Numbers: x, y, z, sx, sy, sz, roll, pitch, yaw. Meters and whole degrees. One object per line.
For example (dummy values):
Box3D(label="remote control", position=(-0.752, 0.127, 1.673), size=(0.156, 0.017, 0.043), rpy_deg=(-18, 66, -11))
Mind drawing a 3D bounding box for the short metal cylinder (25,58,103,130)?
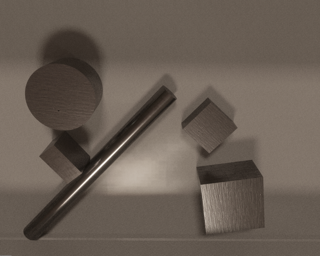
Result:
Box3D(label="short metal cylinder", position=(-0.115, -0.043, 0.381), size=(0.081, 0.050, 0.079), rpy_deg=(0, 110, -1))

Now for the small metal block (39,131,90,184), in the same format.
Box3D(label="small metal block", position=(-0.124, 0.037, 0.410), size=(0.025, 0.050, 0.050), rpy_deg=(-37, 107, 12))

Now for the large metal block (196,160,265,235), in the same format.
Box3D(label="large metal block", position=(0.098, 0.096, 0.435), size=(0.080, 0.050, 0.079), rpy_deg=(-8, 110, 2))

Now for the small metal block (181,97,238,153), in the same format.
Box3D(label="small metal block", position=(0.065, -0.003, 0.411), size=(0.050, 0.025, 0.050), rpy_deg=(42, 105, -14))

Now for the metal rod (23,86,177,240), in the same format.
Box3D(label="metal rod", position=(-0.091, 0.056, 0.430), size=(0.025, 0.025, 0.299), rpy_deg=(42, 104, -14))
